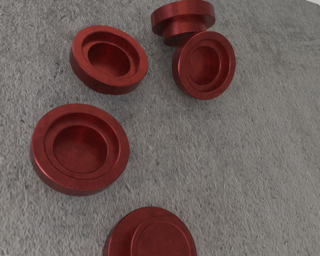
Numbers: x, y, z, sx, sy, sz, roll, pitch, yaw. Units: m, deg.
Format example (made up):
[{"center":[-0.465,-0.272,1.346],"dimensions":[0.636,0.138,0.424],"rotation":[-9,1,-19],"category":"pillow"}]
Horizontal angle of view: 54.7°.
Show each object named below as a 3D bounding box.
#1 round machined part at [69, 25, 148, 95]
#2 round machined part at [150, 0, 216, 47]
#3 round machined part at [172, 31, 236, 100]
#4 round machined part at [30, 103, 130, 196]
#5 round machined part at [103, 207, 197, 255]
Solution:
[{"center":[-0.069,-0.084,0.407],"dimensions":[0.099,0.042,0.098],"rotation":[14,56,-21],"category":"round machined part"},{"center":[0.036,-0.156,0.477],"dimensions":[0.099,0.098,0.042],"rotation":[-6,89,-31],"category":"round machined part"},{"center":[0.060,-0.093,0.461],"dimensions":[0.099,0.042,0.097],"rotation":[-7,107,-25],"category":"round machined part"},{"center":[-0.086,0.026,0.331],"dimensions":[0.099,0.042,0.098],"rotation":[14,56,-21],"category":"round machined part"},{"center":[-0.004,0.128,0.313],"dimensions":[0.099,0.042,0.098],"rotation":[14,56,-21],"category":"round machined part"}]
